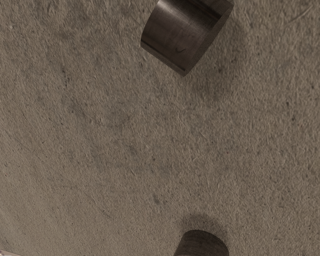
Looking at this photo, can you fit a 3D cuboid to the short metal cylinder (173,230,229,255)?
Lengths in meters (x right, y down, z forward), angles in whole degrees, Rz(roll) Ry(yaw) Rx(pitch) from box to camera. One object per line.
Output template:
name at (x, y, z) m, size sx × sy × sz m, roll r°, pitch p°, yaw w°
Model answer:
short metal cylinder at (0.063, 0.208, 0.485) m, size 0.080 × 0.050 × 0.079 m, roll 13°, pitch 124°, yaw 20°

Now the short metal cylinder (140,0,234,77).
short metal cylinder at (0.026, -0.096, 0.297) m, size 0.050 × 0.080 × 0.079 m, roll 36°, pitch 129°, yaw 3°
